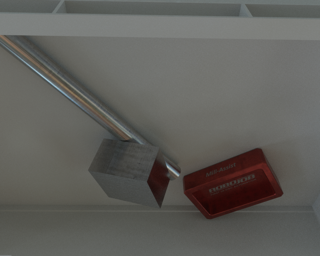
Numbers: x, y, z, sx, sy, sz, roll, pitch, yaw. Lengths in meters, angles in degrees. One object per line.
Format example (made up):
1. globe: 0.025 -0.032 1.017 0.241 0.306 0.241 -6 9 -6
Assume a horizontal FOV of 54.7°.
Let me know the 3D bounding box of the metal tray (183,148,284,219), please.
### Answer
1. metal tray: 0.113 0.091 0.485 0.130 0.030 0.090 -25 126 19

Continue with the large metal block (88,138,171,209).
1. large metal block: -0.037 0.062 0.420 0.080 0.050 0.080 8 145 19

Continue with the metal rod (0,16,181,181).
1. metal rod: -0.075 -0.019 0.392 0.025 0.025 0.300 -33 123 24
